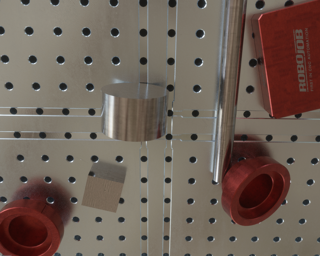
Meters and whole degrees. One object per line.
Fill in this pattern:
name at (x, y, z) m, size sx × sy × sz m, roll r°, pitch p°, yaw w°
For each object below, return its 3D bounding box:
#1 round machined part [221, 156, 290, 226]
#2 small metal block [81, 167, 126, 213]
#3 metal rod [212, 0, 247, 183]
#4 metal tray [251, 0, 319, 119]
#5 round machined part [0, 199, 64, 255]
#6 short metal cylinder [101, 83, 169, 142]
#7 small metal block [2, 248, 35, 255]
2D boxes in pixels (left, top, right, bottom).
round machined part at (0.124, 0.081, 0.422) m, size 0.099 × 0.042 × 0.097 m, roll -12°, pitch 119°, yaw -22°
small metal block at (-0.081, 0.089, 0.445) m, size 0.050 × 0.025 × 0.050 m, roll 14°, pitch 109°, yaw -6°
metal rod at (0.088, -0.068, 0.389) m, size 0.025 × 0.025 × 0.298 m, roll 0°, pitch 110°, yaw 0°
metal tray at (0.170, -0.084, 0.381) m, size 0.090 × 0.030 × 0.129 m, roll -14°, pitch 110°, yaw 5°
round machined part at (-0.190, 0.146, 0.456) m, size 0.099 × 0.042 × 0.097 m, roll 0°, pitch 110°, yaw 0°
short metal cylinder at (-0.031, -0.022, 0.376) m, size 0.081 × 0.080 × 0.050 m, roll 3°, pitch 110°, yaw -1°
small metal block at (-0.226, 0.219, 0.479) m, size 0.050 × 0.050 × 0.025 m, roll 20°, pitch 109°, yaw -7°
